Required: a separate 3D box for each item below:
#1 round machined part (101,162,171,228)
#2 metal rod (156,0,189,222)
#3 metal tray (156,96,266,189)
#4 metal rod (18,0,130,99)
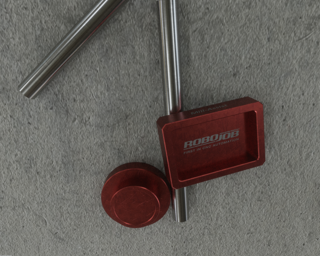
[{"bbox_3d":[-0.034,0.101,0.438,0.099,0.042,0.097,0,110,-1],"label":"round machined part"},{"bbox_3d":[0.020,-0.007,0.407,0.025,0.025,0.298,-4,110,1],"label":"metal rod"},{"bbox_3d":[0.068,0.018,0.397,0.131,0.030,0.089,-14,112,-10],"label":"metal tray"},{"bbox_3d":[-0.058,-0.142,0.356,0.300,0.025,0.025,-41,105,13],"label":"metal rod"}]
